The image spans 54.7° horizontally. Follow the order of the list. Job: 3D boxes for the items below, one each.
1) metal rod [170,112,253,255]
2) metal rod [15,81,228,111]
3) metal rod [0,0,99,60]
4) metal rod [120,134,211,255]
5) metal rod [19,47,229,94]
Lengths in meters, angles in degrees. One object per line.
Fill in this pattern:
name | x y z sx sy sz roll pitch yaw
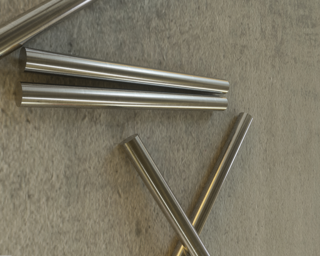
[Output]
metal rod | 0.076 0.099 0.471 0.025 0.025 0.300 46 62 -31
metal rod | -0.018 -0.035 0.390 0.302 0.025 0.025 -2 91 -40
metal rod | -0.066 -0.162 0.350 0.301 0.025 0.025 -47 118 -30
metal rod | 0.035 0.140 0.408 0.025 0.025 0.299 -39 105 -33
metal rod | -0.016 -0.065 0.393 0.302 0.025 0.025 0 90 -40
